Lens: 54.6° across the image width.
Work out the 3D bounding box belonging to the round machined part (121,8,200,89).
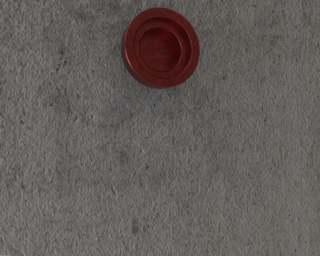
[{"bbox_3d":[-0.002,-0.099,0.399,0.099,0.042,0.097,0,90,-20],"label":"round machined part"}]
